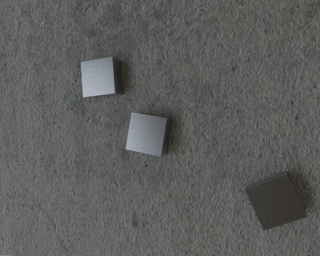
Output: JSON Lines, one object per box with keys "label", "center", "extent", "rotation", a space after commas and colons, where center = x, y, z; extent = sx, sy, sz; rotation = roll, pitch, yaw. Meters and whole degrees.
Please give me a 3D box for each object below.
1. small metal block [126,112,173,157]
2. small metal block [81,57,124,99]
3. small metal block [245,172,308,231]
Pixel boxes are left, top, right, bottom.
{"label": "small metal block", "center": [-0.014, 0.008, 0.414], "extent": [0.050, 0.025, 0.050], "rotation": [10, 93, 19]}
{"label": "small metal block", "center": [-0.082, -0.070, 0.438], "extent": [0.050, 0.025, 0.050], "rotation": [-5, 88, 20]}
{"label": "small metal block", "center": [0.135, 0.085, 0.361], "extent": [0.050, 0.025, 0.050], "rotation": [-26, 82, 18]}
